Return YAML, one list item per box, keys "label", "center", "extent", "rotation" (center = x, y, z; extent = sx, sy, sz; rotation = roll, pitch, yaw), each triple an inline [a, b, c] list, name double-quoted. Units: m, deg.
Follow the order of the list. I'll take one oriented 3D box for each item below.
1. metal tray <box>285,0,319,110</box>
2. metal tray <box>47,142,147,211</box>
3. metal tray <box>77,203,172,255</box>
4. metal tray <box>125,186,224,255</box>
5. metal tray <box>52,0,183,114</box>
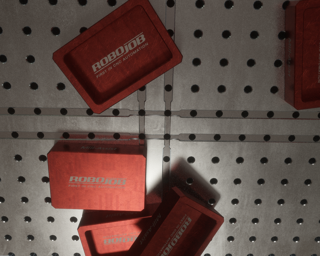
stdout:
- label: "metal tray"
  center: [0.204, -0.092, 0.379]
  extent: [0.091, 0.030, 0.129]
  rotation: [-7, 110, 2]
- label: "metal tray"
  center: [-0.085, 0.069, 0.435]
  extent: [0.131, 0.030, 0.089]
  rotation: [2, 110, -2]
- label: "metal tray"
  center: [-0.049, 0.169, 0.472]
  extent: [0.131, 0.030, 0.089]
  rotation: [-9, 110, 2]
- label: "metal tray"
  center: [0.020, 0.158, 0.438]
  extent: [0.090, 0.030, 0.130]
  rotation: [35, 89, -28]
- label: "metal tray"
  center: [-0.050, -0.088, 0.377]
  extent: [0.130, 0.030, 0.090]
  rotation: [-31, 108, 10]
